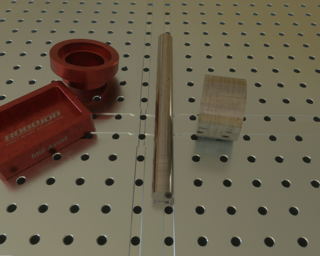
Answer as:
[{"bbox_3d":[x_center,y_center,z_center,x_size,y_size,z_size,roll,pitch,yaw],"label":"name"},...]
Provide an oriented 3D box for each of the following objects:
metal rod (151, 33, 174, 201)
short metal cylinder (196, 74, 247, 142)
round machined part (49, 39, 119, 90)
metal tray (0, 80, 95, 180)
[{"bbox_3d":[0.006,-0.039,0.440,0.025,0.025,0.300,1,50,0],"label":"metal rod"},{"bbox_3d":[0.077,-0.025,0.394,0.050,0.080,0.080,8,51,6],"label":"short metal cylinder"},{"bbox_3d":[-0.112,-0.093,0.464,0.099,0.042,0.098,7,39,-6],"label":"round machined part"},{"bbox_3d":[-0.165,-0.003,0.404,0.131,0.030,0.090,-32,57,-24],"label":"metal tray"}]
